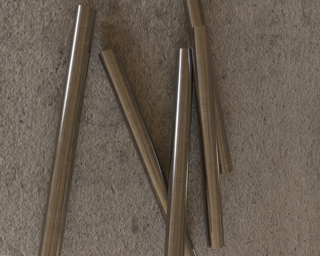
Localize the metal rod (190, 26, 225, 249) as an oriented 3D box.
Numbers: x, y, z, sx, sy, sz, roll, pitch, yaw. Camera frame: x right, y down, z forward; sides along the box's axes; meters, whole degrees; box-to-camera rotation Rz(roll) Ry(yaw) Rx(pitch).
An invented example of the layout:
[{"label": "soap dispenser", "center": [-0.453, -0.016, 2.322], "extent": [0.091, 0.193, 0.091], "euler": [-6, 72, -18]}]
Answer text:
[{"label": "metal rod", "center": [0.065, 0.018, 0.418], "extent": [0.025, 0.025, 0.298], "euler": [-8, 98, -20]}]

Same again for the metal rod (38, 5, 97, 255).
[{"label": "metal rod", "center": [-0.109, 0.004, 0.368], "extent": [0.025, 0.025, 0.298], "euler": [9, 87, -20]}]

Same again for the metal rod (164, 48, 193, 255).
[{"label": "metal rod", "center": [0.025, 0.043, 0.398], "extent": [0.025, 0.025, 0.299], "euler": [7, 80, -20]}]

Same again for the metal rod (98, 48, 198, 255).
[{"label": "metal rod", "center": [-0.012, 0.043, 0.404], "extent": [0.025, 0.025, 0.299], "euler": [-23, 98, -18]}]

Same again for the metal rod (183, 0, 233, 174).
[{"label": "metal rod", "center": [0.062, -0.083, 0.431], "extent": [0.025, 0.025, 0.298], "euler": [-13, 95, -20]}]
